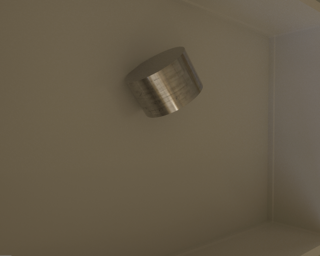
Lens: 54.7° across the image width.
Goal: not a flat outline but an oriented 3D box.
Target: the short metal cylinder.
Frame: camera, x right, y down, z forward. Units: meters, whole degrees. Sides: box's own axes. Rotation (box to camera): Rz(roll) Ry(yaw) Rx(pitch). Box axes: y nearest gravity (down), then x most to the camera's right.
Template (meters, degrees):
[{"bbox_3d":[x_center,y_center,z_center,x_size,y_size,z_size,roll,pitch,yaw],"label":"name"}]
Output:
[{"bbox_3d":[0.005,-0.056,0.377,0.080,0.080,0.050,-46,118,-31],"label":"short metal cylinder"}]
